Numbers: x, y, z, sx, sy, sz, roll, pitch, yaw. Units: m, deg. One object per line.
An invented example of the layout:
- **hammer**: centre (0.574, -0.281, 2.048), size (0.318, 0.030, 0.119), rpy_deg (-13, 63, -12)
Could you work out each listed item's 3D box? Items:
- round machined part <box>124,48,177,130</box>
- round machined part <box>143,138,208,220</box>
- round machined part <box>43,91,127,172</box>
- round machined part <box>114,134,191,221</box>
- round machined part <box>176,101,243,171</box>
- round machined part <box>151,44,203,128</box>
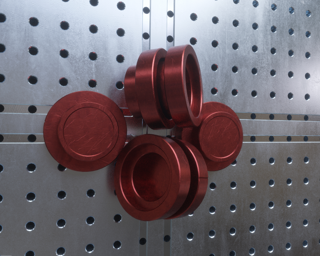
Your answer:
- **round machined part**: centre (-0.011, -0.046, 0.382), size (0.042, 0.098, 0.097), rpy_deg (-5, 92, 20)
- **round machined part**: centre (0.018, 0.063, 0.390), size (0.042, 0.098, 0.098), rpy_deg (14, 85, -51)
- **round machined part**: centre (-0.087, 0.004, 0.371), size (0.099, 0.042, 0.097), rpy_deg (0, 90, -20)
- **round machined part**: centre (-0.005, 0.058, 0.367), size (0.042, 0.098, 0.098), rpy_deg (13, 85, -52)
- **round machined part**: centre (0.075, 0.012, 0.431), size (0.099, 0.042, 0.097), rpy_deg (0, 90, -20)
- **round machined part**: centre (0.021, -0.048, 0.374), size (0.042, 0.098, 0.097), rpy_deg (-5, 92, 20)
